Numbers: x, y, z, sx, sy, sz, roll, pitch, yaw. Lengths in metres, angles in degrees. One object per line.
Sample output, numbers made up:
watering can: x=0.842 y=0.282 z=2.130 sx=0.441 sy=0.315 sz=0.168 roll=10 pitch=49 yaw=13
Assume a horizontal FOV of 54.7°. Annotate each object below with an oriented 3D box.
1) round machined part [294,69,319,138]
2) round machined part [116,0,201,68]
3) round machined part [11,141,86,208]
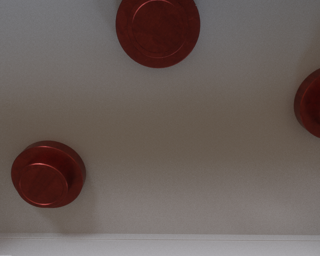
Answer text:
round machined part: x=0.228 y=-0.029 z=0.393 sx=0.099 sy=0.042 sz=0.097 roll=0 pitch=110 yaw=0
round machined part: x=-0.002 y=-0.118 z=0.359 sx=0.099 sy=0.042 sz=0.097 roll=0 pitch=110 yaw=0
round machined part: x=-0.156 y=0.070 z=0.427 sx=0.099 sy=0.042 sz=0.097 roll=0 pitch=110 yaw=0
